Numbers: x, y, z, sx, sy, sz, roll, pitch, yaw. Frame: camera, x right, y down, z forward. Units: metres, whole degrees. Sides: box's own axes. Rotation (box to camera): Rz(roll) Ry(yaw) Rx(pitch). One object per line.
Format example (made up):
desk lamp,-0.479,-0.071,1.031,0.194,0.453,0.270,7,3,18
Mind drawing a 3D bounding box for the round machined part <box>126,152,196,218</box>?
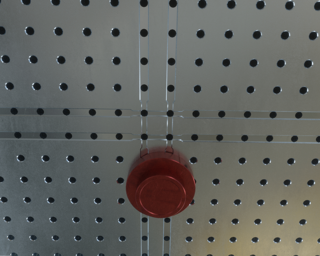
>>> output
round machined part,0.001,0.086,0.436,0.099,0.042,0.097,0,110,0
